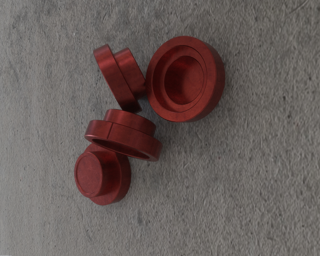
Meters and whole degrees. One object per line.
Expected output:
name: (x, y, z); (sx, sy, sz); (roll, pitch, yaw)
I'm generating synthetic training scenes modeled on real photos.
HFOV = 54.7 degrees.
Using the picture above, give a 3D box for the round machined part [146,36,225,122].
round machined part: (0.033, -0.055, 0.366); (0.098, 0.042, 0.097); (0, 90, 39)

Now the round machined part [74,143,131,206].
round machined part: (-0.093, 0.069, 0.471); (0.098, 0.042, 0.097); (0, 90, 40)

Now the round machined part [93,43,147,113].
round machined part: (-0.045, -0.066, 0.408); (0.042, 0.098, 0.098); (-27, 69, 0)

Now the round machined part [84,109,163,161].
round machined part: (-0.043, 0.008, 0.398); (0.098, 0.098, 0.042); (6, 72, 40)
